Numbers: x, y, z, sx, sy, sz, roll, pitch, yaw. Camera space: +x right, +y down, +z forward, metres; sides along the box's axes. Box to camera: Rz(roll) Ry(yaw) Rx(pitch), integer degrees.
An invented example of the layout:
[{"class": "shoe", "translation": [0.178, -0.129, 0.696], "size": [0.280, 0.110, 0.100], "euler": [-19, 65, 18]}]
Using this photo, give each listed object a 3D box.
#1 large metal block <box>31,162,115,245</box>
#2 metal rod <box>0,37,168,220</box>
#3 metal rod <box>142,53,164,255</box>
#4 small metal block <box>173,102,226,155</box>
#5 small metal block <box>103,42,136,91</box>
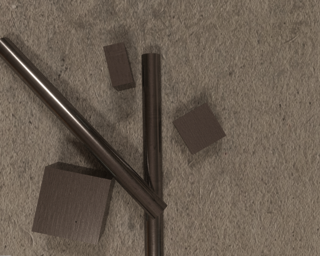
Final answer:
[{"class": "large metal block", "translation": [-0.106, 0.093, 0.396], "size": [0.080, 0.050, 0.080], "euler": [12, 90, -1]}, {"class": "metal rod", "translation": [-0.104, -0.003, 0.395], "size": [0.025, 0.025, 0.300], "euler": [-44, 85, 0]}, {"class": "metal rod", "translation": [-0.009, 0.053, 0.409], "size": [0.025, 0.025, 0.298], "euler": [-1, 90, -1]}, {"class": "small metal block", "translation": [0.051, 0.001, 0.411], "size": [0.050, 0.025, 0.050], "euler": [-30, 90, -1]}, {"class": "small metal block", "translation": [-0.051, -0.077, 0.397], "size": [0.025, 0.050, 0.050], "euler": [-13, 90, 0]}]
